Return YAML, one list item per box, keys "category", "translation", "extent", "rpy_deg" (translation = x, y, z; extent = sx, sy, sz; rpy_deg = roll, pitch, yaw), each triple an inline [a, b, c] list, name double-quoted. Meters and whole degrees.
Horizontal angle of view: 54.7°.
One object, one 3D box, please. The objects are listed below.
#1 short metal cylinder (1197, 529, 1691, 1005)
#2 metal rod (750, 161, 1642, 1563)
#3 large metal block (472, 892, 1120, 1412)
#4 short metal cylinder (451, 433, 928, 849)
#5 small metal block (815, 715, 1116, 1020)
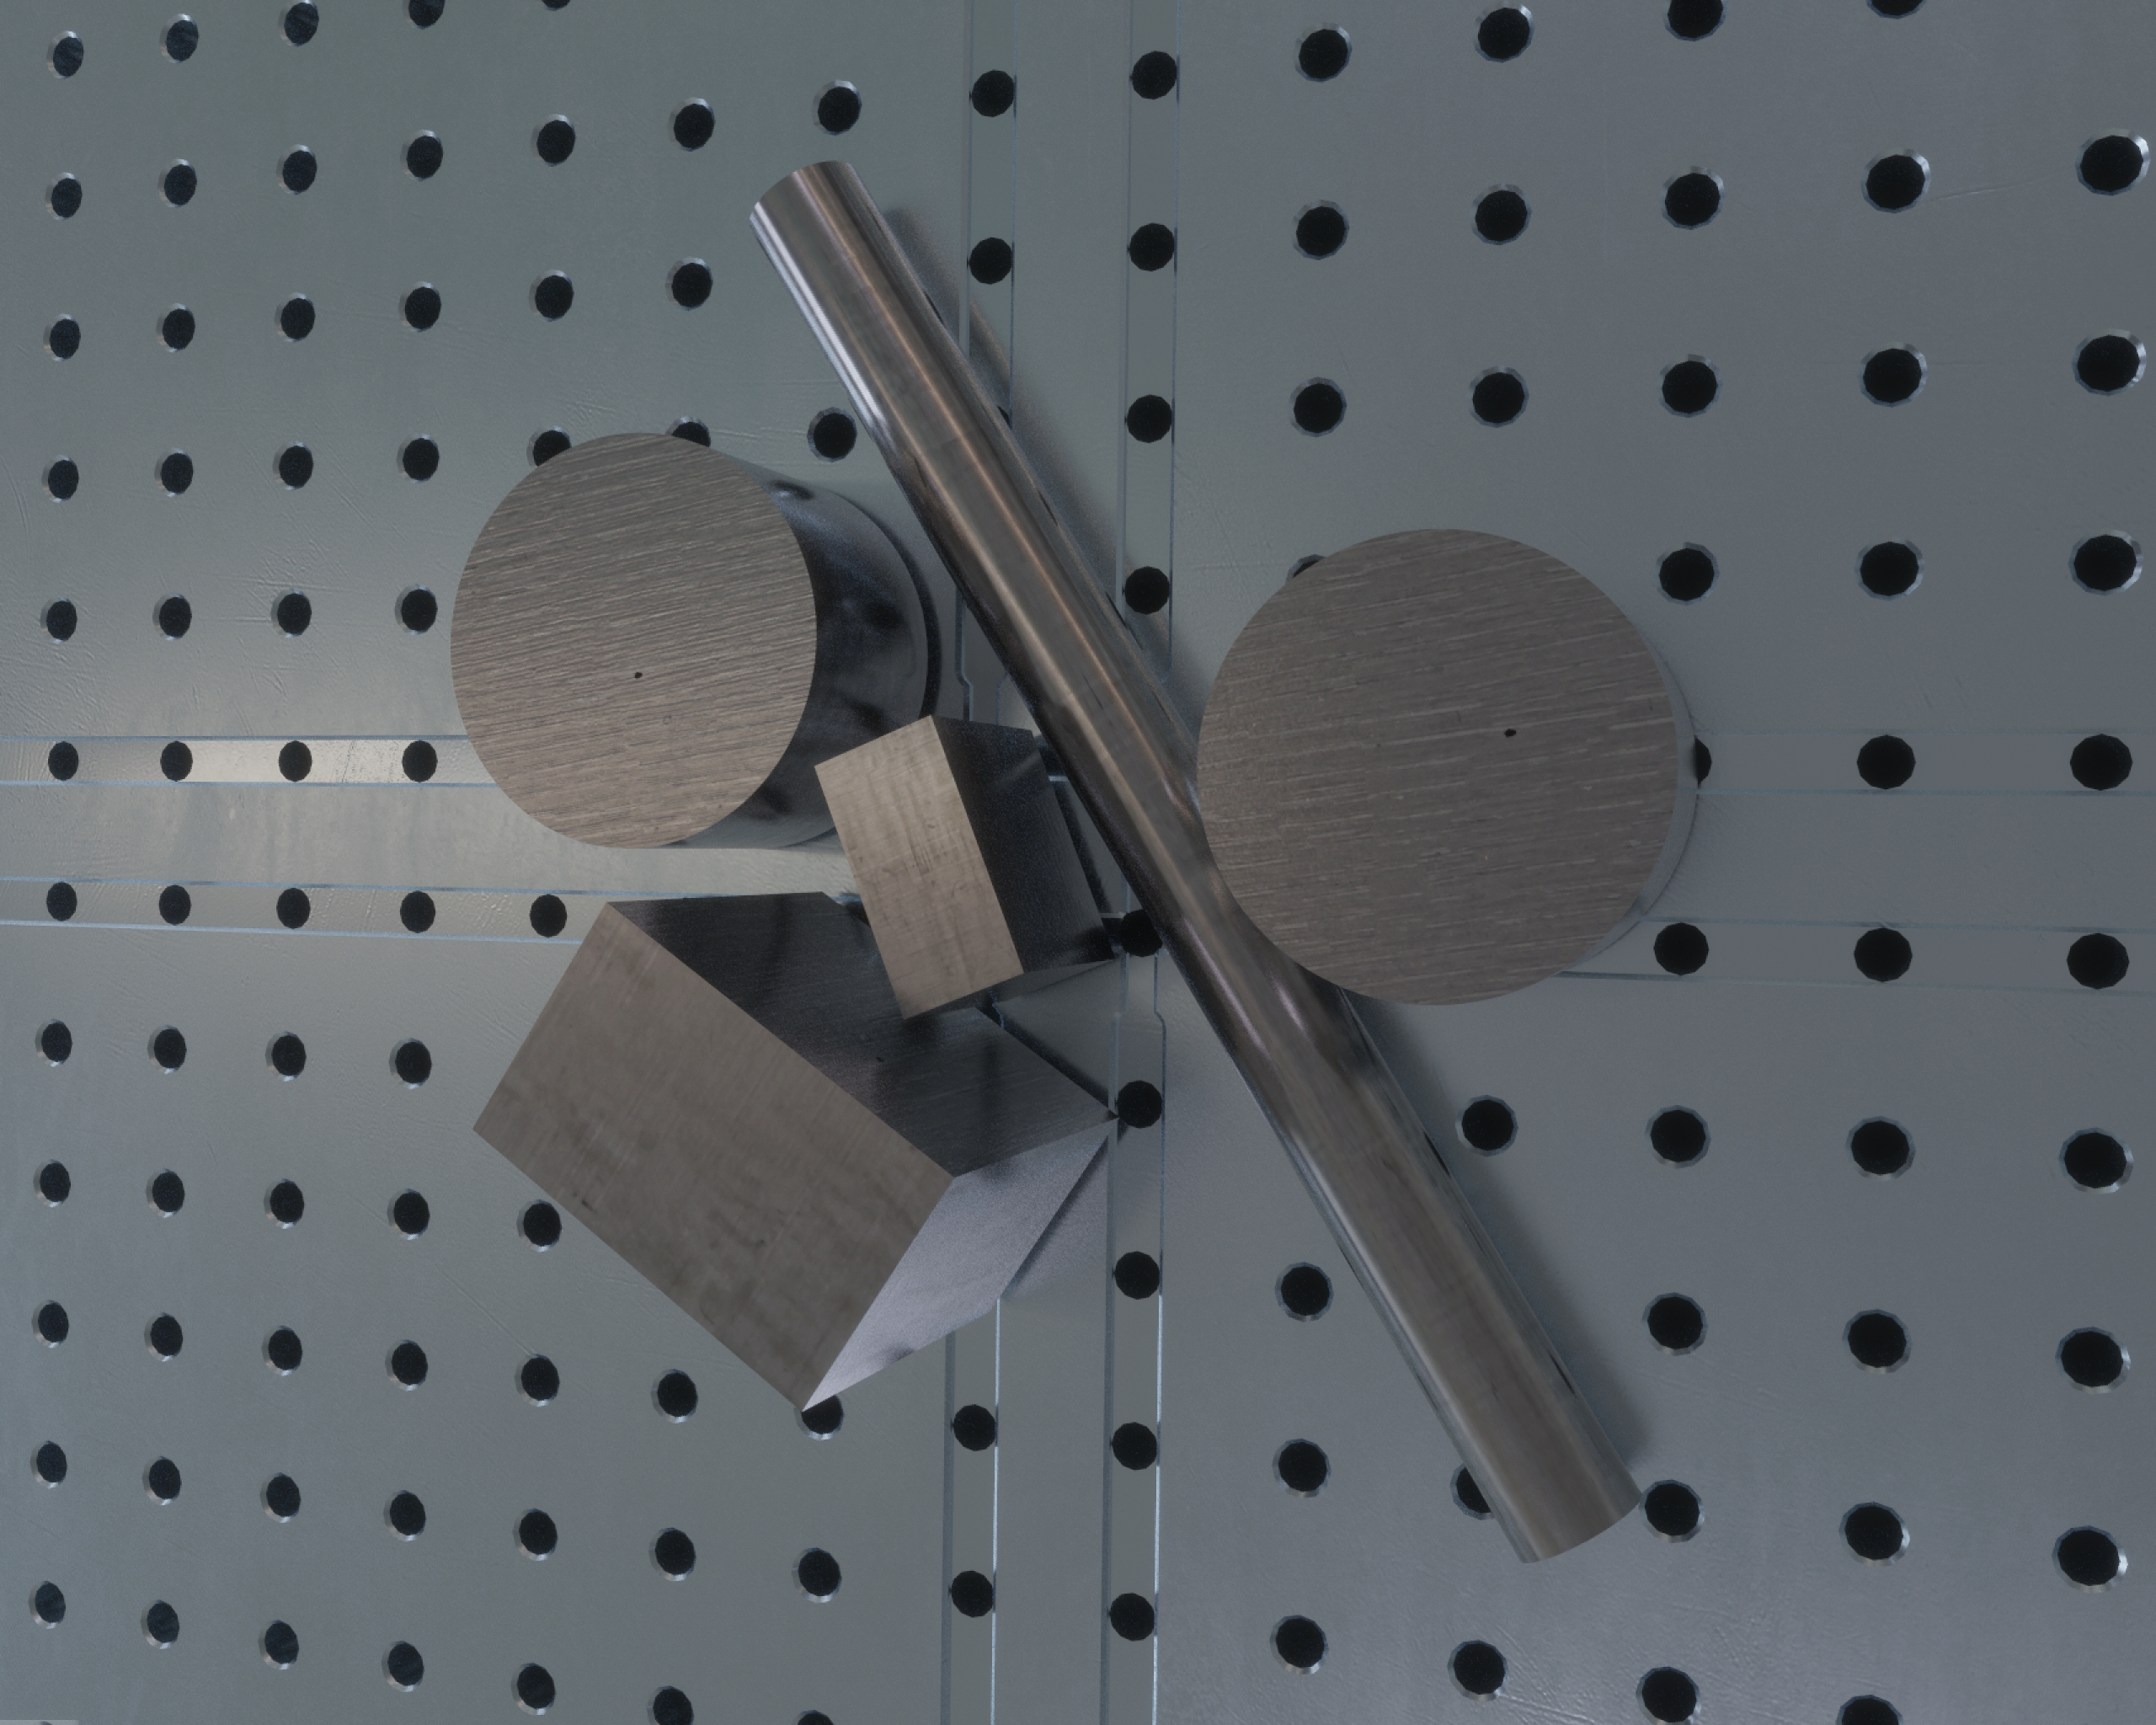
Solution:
- category: "short metal cylinder"
  translation: [0.067, -0.016, 0.372]
  extent: [0.080, 0.050, 0.079]
  rpy_deg: [0, 90, 20]
- category: "metal rod"
  translation: [0.017, -0.008, 0.402]
  extent: [0.025, 0.025, 0.299]
  rpy_deg: [-33, 80, 17]
- category: "large metal block"
  translation: [-0.050, 0.049, 0.396]
  extent: [0.080, 0.080, 0.050]
  rpy_deg: [36, 102, 17]
- category: "short metal cylinder"
  translation: [-0.078, -0.043, 0.423]
  extent: [0.080, 0.050, 0.079]
  rpy_deg: [0, 90, 20]
- category: "small metal block"
  translation: [-0.021, 0.001, 0.402]
  extent: [0.025, 0.050, 0.050]
  rpy_deg: [-22, 83, 19]
